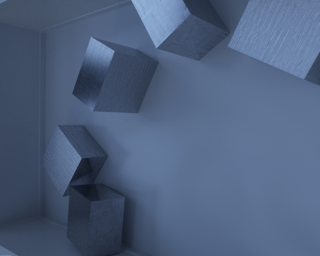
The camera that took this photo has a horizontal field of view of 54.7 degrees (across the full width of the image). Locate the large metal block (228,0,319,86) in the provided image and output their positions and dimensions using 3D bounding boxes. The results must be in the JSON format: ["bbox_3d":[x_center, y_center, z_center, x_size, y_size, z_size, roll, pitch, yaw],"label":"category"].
[{"bbox_3d":[0.124,-0.095,0.287,0.080,0.050,0.079,36,112,34],"label":"large metal block"}]

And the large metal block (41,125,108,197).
[{"bbox_3d":[-0.141,0.051,0.504,0.080,0.050,0.080,45,117,30],"label":"large metal block"}]

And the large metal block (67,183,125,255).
[{"bbox_3d":[-0.096,0.132,0.455,0.080,0.050,0.079,10,97,54],"label":"large metal block"}]

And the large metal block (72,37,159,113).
[{"bbox_3d":[-0.059,-0.068,0.418,0.050,0.081,0.079,37,112,33],"label":"large metal block"}]

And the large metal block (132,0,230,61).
[{"bbox_3d":[0.022,-0.129,0.351,0.050,0.081,0.080,-38,67,33],"label":"large metal block"}]
